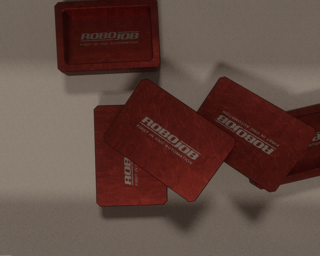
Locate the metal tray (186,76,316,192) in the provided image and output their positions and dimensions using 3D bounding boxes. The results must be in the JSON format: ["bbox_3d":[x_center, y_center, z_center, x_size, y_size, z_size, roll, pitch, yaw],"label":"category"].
[{"bbox_3d":[0.108,0.006,0.387,0.130,0.030,0.090,35,95,17],"label":"metal tray"}]

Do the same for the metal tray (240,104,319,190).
[{"bbox_3d":[0.178,0.022,0.411,0.131,0.030,0.089,-13,90,-1],"label":"metal tray"}]

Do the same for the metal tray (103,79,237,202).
[{"bbox_3d":[0.011,0.013,0.369,0.130,0.030,0.090,35,95,4],"label":"metal tray"}]

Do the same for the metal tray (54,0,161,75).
[{"bbox_3d":[-0.067,-0.118,0.407,0.131,0.030,0.089,-3,90,-1],"label":"metal tray"}]

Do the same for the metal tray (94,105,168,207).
[{"bbox_3d":[-0.037,0.035,0.408,0.091,0.030,0.129,-2,90,-1],"label":"metal tray"}]
